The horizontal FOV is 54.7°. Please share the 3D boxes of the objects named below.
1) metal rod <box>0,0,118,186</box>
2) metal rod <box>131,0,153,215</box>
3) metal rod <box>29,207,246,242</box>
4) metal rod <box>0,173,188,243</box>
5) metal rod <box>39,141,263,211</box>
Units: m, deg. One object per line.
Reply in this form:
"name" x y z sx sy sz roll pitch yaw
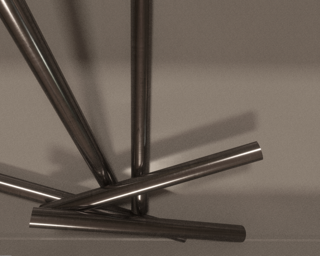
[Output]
"metal rod" -0.102 -0.023 0.338 0.025 0.025 0.299 -12 134 4
"metal rod" -0.025 -0.020 0.403 0.025 0.025 0.298 1 110 -1
"metal rod" -0.018 0.136 0.429 0.302 0.025 0.025 10 110 -17
"metal rod" -0.103 0.116 0.452 0.302 0.025 0.025 18 109 -7
"metal rod" -0.016 0.073 0.410 0.301 0.025 0.025 -17 110 5
